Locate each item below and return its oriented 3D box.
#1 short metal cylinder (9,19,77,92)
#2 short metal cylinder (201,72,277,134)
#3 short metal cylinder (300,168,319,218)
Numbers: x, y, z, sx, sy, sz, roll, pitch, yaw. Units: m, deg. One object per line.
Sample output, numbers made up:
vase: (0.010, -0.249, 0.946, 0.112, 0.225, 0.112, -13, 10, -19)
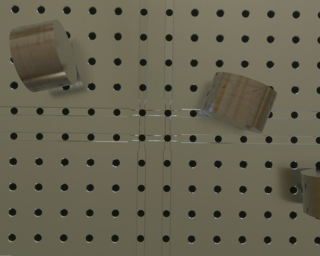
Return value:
short metal cylinder: (-0.141, -0.088, 0.384, 0.050, 0.080, 0.080, -12, 90, 0)
short metal cylinder: (0.098, -0.031, 0.387, 0.080, 0.080, 0.050, 21, 90, -1)
short metal cylinder: (0.222, 0.080, 0.389, 0.081, 0.080, 0.050, -4, 90, -1)
